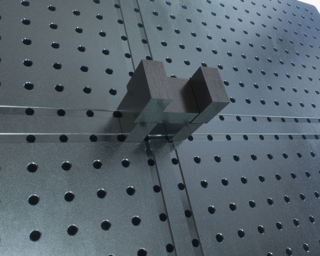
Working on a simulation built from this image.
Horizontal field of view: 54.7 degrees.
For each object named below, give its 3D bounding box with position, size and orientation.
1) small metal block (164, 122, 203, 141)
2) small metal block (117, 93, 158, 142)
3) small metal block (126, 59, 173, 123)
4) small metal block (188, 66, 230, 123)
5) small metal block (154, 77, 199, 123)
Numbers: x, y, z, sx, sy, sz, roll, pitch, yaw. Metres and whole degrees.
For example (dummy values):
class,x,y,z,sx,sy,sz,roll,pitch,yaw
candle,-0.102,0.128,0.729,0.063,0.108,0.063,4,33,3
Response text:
class,x,y,z,sx,sy,sz,roll,pitch,yaw
small metal block,0.028,-0.016,0.418,0.025,0.050,0.050,-1,62,-29
small metal block,-0.029,-0.016,0.387,0.025,0.050,0.050,1,62,-28
small metal block,-0.013,-0.040,0.345,0.025,0.050,0.050,0,61,-28
small metal block,0.054,-0.040,0.381,0.025,0.050,0.050,0,61,-28
small metal block,0.014,-0.034,0.374,0.050,0.025,0.050,1,61,-28
